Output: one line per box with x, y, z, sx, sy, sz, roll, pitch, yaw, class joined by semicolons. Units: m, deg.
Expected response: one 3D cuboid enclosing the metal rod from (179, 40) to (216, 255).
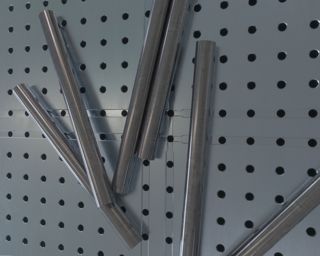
0.047;0.041;0.396;0.025;0.025;0.298;5;92;20;metal rod

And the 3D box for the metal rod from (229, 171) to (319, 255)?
0.141;0.112;0.362;0.025;0.025;0.299;44;103;14;metal rod

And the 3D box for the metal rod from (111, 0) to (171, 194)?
-0.023;-0.058;0.421;0.025;0.025;0.298;15;95;19;metal rod

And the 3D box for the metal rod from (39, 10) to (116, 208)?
-0.122;-0.035;0.445;0.025;0.025;0.299;-24;78;18;metal rod

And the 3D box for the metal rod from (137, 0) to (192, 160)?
0.014;-0.105;0.407;0.025;0.025;0.298;15;95;19;metal rod

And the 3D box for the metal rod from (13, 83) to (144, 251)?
-0.127;0.049;0.457;0.025;0.025;0.300;-44;77;15;metal rod
